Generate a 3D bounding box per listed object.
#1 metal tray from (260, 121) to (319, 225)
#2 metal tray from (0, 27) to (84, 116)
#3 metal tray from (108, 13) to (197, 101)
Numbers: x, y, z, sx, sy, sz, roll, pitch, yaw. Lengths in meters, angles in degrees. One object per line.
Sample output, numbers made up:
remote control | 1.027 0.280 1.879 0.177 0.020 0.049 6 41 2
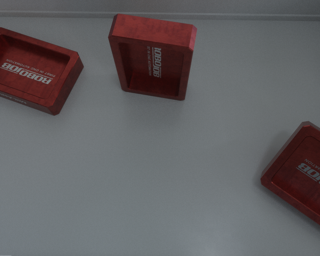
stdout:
metal tray | 0.197 0.064 0.358 0.130 0.030 0.089 36 111 12
metal tray | -0.187 -0.081 0.434 0.131 0.030 0.090 19 71 7
metal tray | -0.007 -0.080 0.383 0.090 0.130 0.030 10 71 3
